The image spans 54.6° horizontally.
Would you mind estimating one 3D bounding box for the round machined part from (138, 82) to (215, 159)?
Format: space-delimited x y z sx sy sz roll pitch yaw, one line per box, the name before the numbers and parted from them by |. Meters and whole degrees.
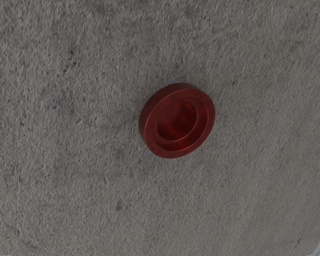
round machined part | 0.018 -0.013 0.397 0.099 0.042 0.097 -14 124 -21
